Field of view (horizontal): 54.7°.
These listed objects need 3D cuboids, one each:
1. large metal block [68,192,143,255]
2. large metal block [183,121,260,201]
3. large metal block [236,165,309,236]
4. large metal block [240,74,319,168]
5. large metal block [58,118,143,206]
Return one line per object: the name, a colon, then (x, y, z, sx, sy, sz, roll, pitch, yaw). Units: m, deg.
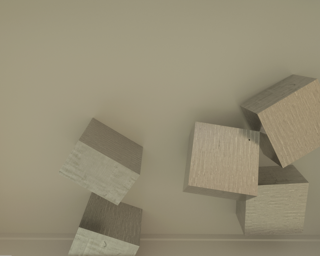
large metal block: (-0.073, 0.144, 0.434, 0.080, 0.080, 0.050, 21, 109, -8)
large metal block: (0.076, 0.044, 0.392, 0.080, 0.050, 0.080, 9, 69, 0)
large metal block: (0.155, 0.101, 0.438, 0.081, 0.050, 0.079, -3, 110, 0)
large metal block: (0.161, -0.010, 0.390, 0.080, 0.050, 0.080, -31, 108, 0)
large metal block: (-0.071, 0.040, 0.396, 0.080, 0.080, 0.050, 32, 107, -11)
